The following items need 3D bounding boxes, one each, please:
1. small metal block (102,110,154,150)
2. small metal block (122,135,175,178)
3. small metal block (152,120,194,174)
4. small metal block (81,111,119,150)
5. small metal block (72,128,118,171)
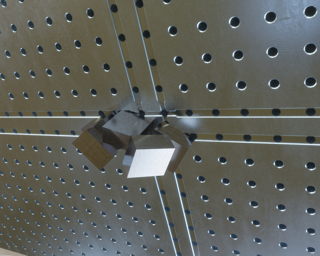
[{"bbox_3d":[-0.043,0.004,0.418,0.050,0.050,0.025,17,125,18],"label":"small metal block"},{"bbox_3d":[-0.015,0.035,0.389,0.050,0.025,0.050,0,131,-25],"label":"small metal block"},{"bbox_3d":[0.011,0.026,0.421,0.050,0.025,0.050,31,128,7],"label":"small metal block"},{"bbox_3d":[-0.080,0.009,0.457,0.050,0.025,0.050,-21,108,35],"label":"small metal block"},{"bbox_3d":[-0.086,0.027,0.419,0.025,0.050,0.050,-45,94,1],"label":"small metal block"}]
